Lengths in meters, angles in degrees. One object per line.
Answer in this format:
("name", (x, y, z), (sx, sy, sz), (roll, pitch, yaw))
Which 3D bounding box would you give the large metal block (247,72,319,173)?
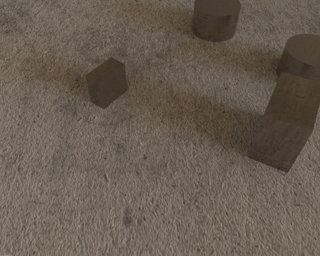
("large metal block", (0.151, -0.007, 0.374), (0.050, 0.080, 0.080), (22, 53, 17))

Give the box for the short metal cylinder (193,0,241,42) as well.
("short metal cylinder", (0.100, -0.199, 0.555), (0.081, 0.050, 0.080), (0, 50, 0))

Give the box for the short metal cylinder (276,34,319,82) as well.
("short metal cylinder", (0.226, -0.099, 0.472), (0.081, 0.050, 0.080), (0, 50, 0))

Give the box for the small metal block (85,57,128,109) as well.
("small metal block", (-0.074, -0.063, 0.440), (0.025, 0.050, 0.050), (31, 56, 23))
